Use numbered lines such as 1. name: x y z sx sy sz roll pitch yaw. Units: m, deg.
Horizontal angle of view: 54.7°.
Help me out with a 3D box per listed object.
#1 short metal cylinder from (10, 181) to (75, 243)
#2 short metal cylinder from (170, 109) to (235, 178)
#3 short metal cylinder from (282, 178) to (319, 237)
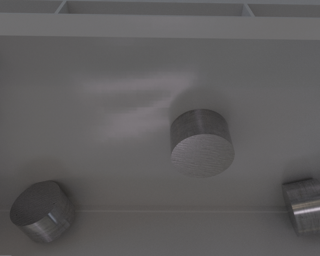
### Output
1. short metal cylinder: -0.181 0.130 0.482 0.080 0.080 0.050 -13 129 10
2. short metal cylinder: 0.054 0.021 0.411 0.081 0.050 0.079 0 130 0
3. short metal cylinder: 0.227 0.122 0.479 0.050 0.080 0.080 -15 129 12
